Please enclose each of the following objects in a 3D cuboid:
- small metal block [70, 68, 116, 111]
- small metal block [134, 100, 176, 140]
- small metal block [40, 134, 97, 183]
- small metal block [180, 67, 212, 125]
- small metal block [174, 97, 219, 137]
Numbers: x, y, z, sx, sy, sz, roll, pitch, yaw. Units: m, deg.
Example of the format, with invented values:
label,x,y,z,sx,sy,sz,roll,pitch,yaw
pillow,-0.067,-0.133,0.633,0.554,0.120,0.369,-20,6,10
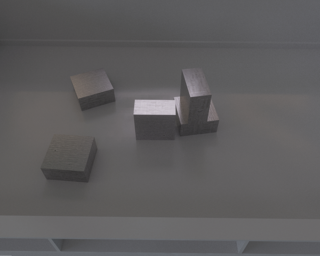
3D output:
label,x,y,z,sx,sy,sz,roll,pitch,yaw
small metal block,-0.098,-0.057,0.452,0.050,0.025,0.050,-18,53,-15
small metal block,-0.006,-0.010,0.397,0.050,0.050,0.025,0,50,0
small metal block,-0.108,0.036,0.374,0.050,0.025,0.050,4,50,3
small metal block,0.043,-0.040,0.390,0.025,0.050,0.050,-7,50,-6
small metal block,0.048,-0.018,0.421,0.050,0.025,0.050,-7,50,-6
